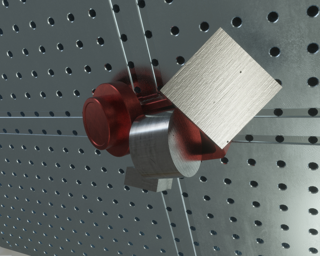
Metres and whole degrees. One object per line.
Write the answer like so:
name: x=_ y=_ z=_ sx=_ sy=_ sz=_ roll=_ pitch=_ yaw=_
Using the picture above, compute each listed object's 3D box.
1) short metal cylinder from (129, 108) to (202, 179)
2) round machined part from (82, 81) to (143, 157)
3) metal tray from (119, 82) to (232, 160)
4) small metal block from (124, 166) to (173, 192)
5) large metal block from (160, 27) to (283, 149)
short metal cylinder: x=0.009 y=0.019 z=0.362 sx=0.050 sy=0.080 sz=0.080 roll=-10 pitch=114 yaw=31
round machined part: x=-0.065 y=-0.009 z=0.400 sx=0.098 sy=0.042 sz=0.097 roll=21 pitch=119 yaw=46
metal tray: x=0.014 y=0.001 z=0.398 sx=0.130 sy=0.030 sz=0.090 roll=-12 pitch=113 yaw=33
small metal block: x=-0.015 y=0.071 z=0.439 sx=0.050 sy=0.050 sz=0.025 roll=8 pitch=88 yaw=25
large metal block: x=0.057 y=-0.038 z=0.311 sx=0.080 sy=0.050 sz=0.080 roll=43 pitch=92 yaw=-3
